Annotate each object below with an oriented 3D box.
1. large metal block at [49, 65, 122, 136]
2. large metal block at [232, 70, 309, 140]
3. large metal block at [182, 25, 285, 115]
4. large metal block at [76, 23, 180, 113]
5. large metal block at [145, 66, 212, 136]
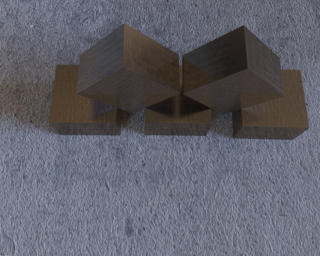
[{"bbox_3d":[-0.093,-0.035,0.408,0.081,0.050,0.080,0,70,0],"label":"large metal block"},{"bbox_3d":[0.140,-0.030,0.409,0.081,0.050,0.080,1,70,0],"label":"large metal block"},{"bbox_3d":[0.082,-0.060,0.352,0.080,0.080,0.050,-18,63,41],"label":"large metal block"},{"bbox_3d":[-0.035,-0.061,0.349,0.080,0.080,0.050,18,63,-42],"label":"large metal block"},{"bbox_3d":[0.023,-0.035,0.409,0.081,0.050,0.080,1,70,0],"label":"large metal block"}]
